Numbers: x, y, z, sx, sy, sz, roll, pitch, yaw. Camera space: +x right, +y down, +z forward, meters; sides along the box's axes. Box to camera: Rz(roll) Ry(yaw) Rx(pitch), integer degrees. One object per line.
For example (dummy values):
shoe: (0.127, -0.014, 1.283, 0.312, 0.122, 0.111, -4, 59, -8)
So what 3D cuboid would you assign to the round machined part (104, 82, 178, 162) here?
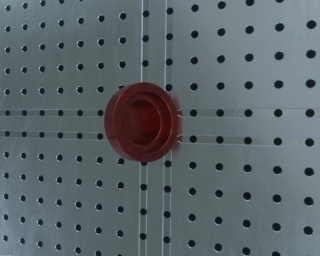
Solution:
round machined part: (-0.027, -0.007, 0.392, 0.042, 0.099, 0.097, -3, 89, 51)
